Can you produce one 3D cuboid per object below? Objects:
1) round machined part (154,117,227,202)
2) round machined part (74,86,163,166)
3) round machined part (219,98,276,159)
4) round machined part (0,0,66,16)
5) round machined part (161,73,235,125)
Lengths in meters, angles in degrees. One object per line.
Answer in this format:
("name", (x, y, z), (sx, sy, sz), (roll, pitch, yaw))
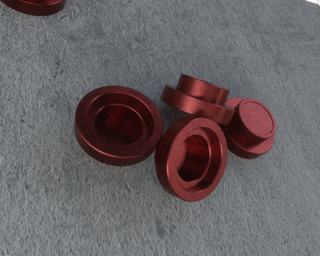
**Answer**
("round machined part", (0.033, 0.034, 0.370), (0.099, 0.042, 0.097), (-7, 100, -39))
("round machined part", (-0.049, 0.001, 0.360), (0.099, 0.042, 0.098), (10, 54, -14))
("round machined part", (0.135, -0.006, 0.469), (0.099, 0.042, 0.098), (14, 56, -21))
("round machined part", (-0.175, -0.205, 0.423), (0.099, 0.042, 0.098), (14, 56, -21))
("round machined part", (0.053, -0.042, 0.412), (0.099, 0.042, 0.098), (19, 11, -4))
